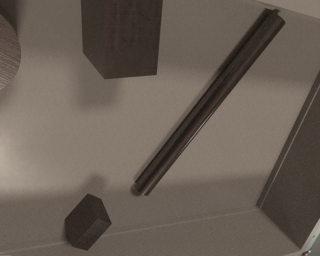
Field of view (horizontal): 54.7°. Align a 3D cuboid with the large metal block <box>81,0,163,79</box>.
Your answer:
[{"bbox_3d":[-0.039,-0.099,0.291,0.050,0.080,0.079,-9,123,-24],"label":"large metal block"}]

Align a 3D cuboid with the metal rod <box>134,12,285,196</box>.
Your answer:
[{"bbox_3d":[0.063,-0.027,0.428,0.025,0.025,0.299,31,101,-38],"label":"metal rod"}]

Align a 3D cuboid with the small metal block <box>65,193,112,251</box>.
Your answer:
[{"bbox_3d":[-0.098,0.126,0.418,0.050,0.050,0.025,-48,129,5],"label":"small metal block"}]

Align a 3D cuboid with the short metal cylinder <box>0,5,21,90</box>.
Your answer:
[{"bbox_3d":[-0.163,-0.072,0.260,0.081,0.050,0.079,-14,125,-21],"label":"short metal cylinder"}]
